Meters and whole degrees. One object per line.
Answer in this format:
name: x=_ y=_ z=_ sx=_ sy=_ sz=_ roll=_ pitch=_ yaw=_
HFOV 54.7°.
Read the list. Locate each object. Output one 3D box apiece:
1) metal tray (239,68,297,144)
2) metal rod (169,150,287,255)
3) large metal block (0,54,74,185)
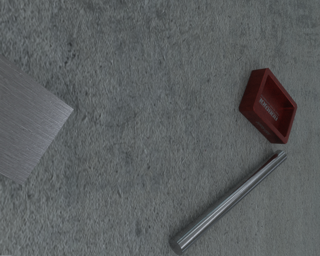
metal tray: x=0.205 y=-0.038 z=0.576 sx=0.130 sy=0.030 sz=0.090 roll=37 pitch=67 yaw=-34
metal rod: x=0.129 y=0.109 z=0.516 sx=0.302 sy=0.025 sz=0.025 roll=-27 pitch=107 yaw=-37
large metal block: x=-0.140 y=-0.007 z=0.272 sx=0.080 sy=0.050 sz=0.080 roll=42 pitch=65 yaw=-32
